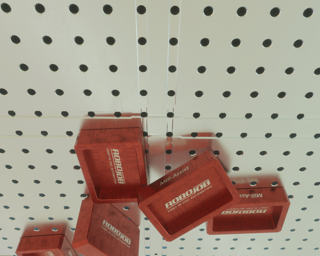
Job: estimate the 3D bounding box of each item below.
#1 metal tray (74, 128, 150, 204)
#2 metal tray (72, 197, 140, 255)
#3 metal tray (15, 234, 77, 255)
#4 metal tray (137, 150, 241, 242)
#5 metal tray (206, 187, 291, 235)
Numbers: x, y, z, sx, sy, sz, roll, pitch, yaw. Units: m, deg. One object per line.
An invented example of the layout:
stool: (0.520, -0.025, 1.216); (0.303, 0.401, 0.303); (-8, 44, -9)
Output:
metal tray: (-0.065, 0.060, 0.458); (0.090, 0.030, 0.129); (-3, 130, 2)
metal tray: (-0.085, 0.184, 0.524); (0.030, 0.090, 0.130); (-26, 126, 20)
metal tray: (-0.222, 0.268, 0.633); (0.090, 0.030, 0.129); (-6, 130, 5)
metal tray: (0.043, 0.102, 0.461); (0.130, 0.030, 0.090); (-31, 115, 3)
metal tray: (0.145, 0.144, 0.531); (0.131, 0.030, 0.090); (-3, 130, 2)
